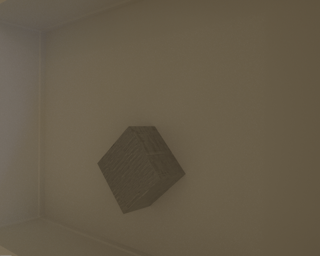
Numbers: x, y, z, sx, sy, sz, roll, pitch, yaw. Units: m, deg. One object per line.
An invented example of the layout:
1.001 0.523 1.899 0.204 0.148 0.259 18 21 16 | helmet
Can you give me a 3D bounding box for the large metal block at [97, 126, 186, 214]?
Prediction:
-0.027 0.054 0.411 0.080 0.050 0.080 -47 62 29 | large metal block
